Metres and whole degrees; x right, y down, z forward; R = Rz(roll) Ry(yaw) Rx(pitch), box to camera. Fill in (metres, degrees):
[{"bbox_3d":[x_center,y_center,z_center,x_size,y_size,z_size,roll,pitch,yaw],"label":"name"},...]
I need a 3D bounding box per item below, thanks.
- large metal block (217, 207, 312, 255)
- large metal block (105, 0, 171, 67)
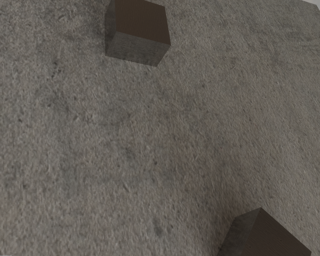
[{"bbox_3d":[0.118,0.154,0.359,0.080,0.050,0.080,42,51,0],"label":"large metal block"},{"bbox_3d":[-0.035,-0.145,0.459,0.081,0.050,0.080,7,59,-25],"label":"large metal block"}]
